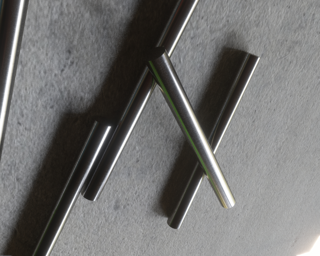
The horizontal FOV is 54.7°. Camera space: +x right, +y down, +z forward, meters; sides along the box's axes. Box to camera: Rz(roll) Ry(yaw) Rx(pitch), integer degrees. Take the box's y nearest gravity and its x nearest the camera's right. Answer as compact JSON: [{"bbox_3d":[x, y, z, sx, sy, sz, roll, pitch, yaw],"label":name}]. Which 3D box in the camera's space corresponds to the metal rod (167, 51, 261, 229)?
[{"bbox_3d":[0.073,0.031,0.468,0.025,0.025,0.298,7,115,-32],"label":"metal rod"}]

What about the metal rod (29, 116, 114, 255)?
[{"bbox_3d":[-0.135,0.118,0.407,0.025,0.025,0.298,17,110,-35],"label":"metal rod"}]

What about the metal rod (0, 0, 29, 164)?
[{"bbox_3d":[-0.167,-0.007,0.311,0.025,0.025,0.298,7,115,-32],"label":"metal rod"}]

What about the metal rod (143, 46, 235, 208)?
[{"bbox_3d":[0.053,0.022,0.417,0.025,0.025,0.299,-35,129,-5],"label":"metal rod"}]

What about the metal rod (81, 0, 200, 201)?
[{"bbox_3d":[-0.025,-0.038,0.370,0.025,0.025,0.298,17,110,-35],"label":"metal rod"}]
